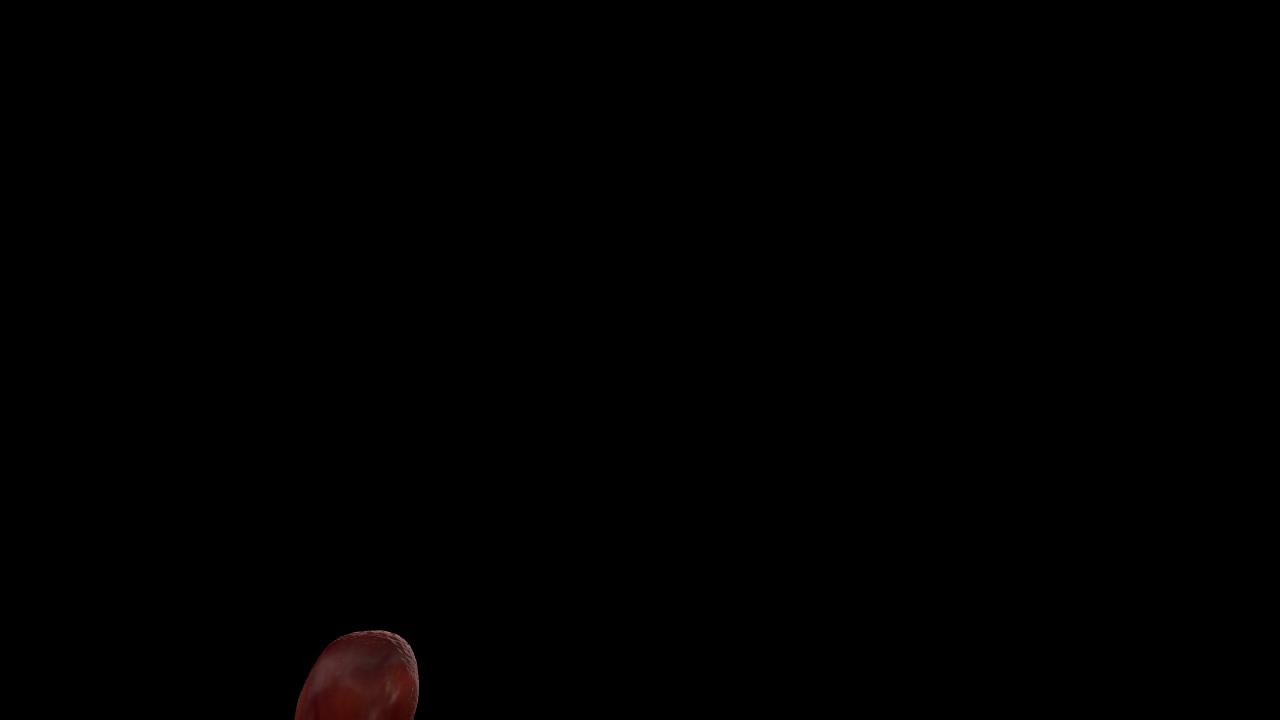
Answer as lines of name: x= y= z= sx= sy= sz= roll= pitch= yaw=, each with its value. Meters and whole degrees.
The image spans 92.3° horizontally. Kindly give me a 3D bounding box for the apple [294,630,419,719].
apple: x=-0.183 y=0.225 z=0.403 sx=0.079 sy=0.079 sz=0.093 roll=0 pitch=31 yaw=-6
